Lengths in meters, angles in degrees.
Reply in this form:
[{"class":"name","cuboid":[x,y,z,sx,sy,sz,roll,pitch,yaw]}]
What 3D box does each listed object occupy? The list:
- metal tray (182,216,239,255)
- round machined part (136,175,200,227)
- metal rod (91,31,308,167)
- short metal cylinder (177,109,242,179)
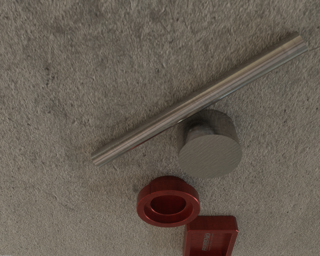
[{"class":"metal tray","cuboid":[0.092,0.217,0.590,0.091,0.030,0.129,0,130,-1]},{"class":"round machined part","cuboid":[0.013,0.113,0.493,0.099,0.042,0.097,-1,130,0]},{"class":"metal rod","cuboid":[0.031,-0.024,0.387,0.300,0.025,0.025,-30,124,22]},{"class":"short metal cylinder","cuboid":[0.063,0.022,0.411,0.081,0.050,0.079,0,130,0]}]
